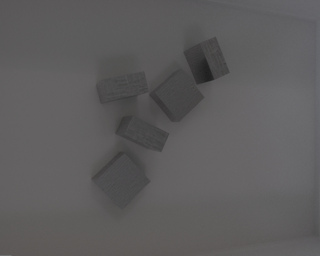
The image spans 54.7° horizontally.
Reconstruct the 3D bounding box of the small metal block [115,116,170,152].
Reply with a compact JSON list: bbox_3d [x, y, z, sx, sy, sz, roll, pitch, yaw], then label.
[{"bbox_3d":[-0.023,0.007,0.389,0.050,0.050,0.025,27,82,-18],"label":"small metal block"}]

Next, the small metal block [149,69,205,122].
[{"bbox_3d":[0.023,-0.043,0.419,0.050,0.025,0.050,-44,104,-15],"label":"small metal block"}]

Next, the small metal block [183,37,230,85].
[{"bbox_3d":[0.062,-0.090,0.420,0.025,0.050,0.050,-26,99,-18],"label":"small metal block"}]

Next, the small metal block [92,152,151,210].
[{"bbox_3d":[-0.049,0.066,0.392,0.050,0.025,0.050,-44,104,-15],"label":"small metal block"}]

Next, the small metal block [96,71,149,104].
[{"bbox_3d":[-0.047,-0.049,0.380,0.050,0.050,0.025,-15,95,-19],"label":"small metal block"}]
